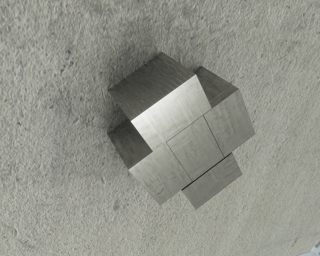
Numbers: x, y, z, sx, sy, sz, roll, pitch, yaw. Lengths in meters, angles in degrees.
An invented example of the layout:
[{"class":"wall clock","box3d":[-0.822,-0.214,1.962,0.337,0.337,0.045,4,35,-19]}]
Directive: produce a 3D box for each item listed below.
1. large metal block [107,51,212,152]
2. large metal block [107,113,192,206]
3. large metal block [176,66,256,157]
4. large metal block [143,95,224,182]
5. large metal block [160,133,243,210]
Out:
[{"class":"large metal block","box3d":[-0.003,-0.033,0.353,0.080,0.080,0.050,-36,130,-5]},{"class":"large metal block","box3d":[-0.014,0.037,0.390,0.050,0.080,0.080,-37,130,-4]},{"class":"large metal block","box3d":[0.068,-0.022,0.399,0.050,0.080,0.080,-37,130,-4]},{"class":"large metal block","box3d":[0.027,0.008,0.394,0.050,0.080,0.080,-37,130,-4]},{"class":"large metal block","box3d":[0.054,0.052,0.437,0.080,0.080,0.050,-36,130,-5]}]
